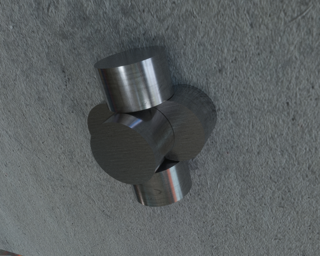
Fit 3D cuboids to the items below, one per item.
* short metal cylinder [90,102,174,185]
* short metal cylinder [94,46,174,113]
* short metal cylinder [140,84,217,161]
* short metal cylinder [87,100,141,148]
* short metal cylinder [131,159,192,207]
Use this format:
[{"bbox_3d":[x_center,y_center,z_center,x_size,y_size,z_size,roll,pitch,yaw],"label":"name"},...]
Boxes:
[{"bbox_3d":[-0.031,0.017,0.352,0.080,0.050,0.079,13,124,20],"label":"short metal cylinder"},{"bbox_3d":[-0.028,-0.057,0.351,0.080,0.080,0.050,0,118,28],"label":"short metal cylinder"},{"bbox_3d":[0.023,-0.007,0.374,0.080,0.050,0.079,13,124,20],"label":"short metal cylinder"},{"bbox_3d":[-0.048,-0.007,0.411,0.080,0.050,0.079,13,124,20],"label":"short metal cylinder"},{"bbox_3d":[-0.002,0.058,0.408,0.080,0.080,0.050,0,119,27],"label":"short metal cylinder"}]
